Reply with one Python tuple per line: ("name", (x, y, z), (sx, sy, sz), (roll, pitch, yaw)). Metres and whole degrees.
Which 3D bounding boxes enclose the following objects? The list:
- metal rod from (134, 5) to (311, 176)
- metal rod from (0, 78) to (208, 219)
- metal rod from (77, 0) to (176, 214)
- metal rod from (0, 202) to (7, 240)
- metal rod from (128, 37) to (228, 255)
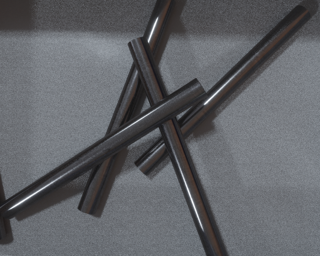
("metal rod", (0.083, -0.050, 0.412), (0.300, 0.025, 0.025), (-44, 91, -1))
("metal rod", (-0.077, 0.031, 0.379), (0.300, 0.025, 0.025), (-32, 91, 12))
("metal rod", (-0.044, -0.031, 0.410), (0.025, 0.025, 0.299), (21, 90, -1))
("metal rod", (-0.245, 0.000, 0.408), (0.025, 0.025, 0.298), (-11, 90, 0))
("metal rod", (0.024, 0.032, 0.385), (0.025, 0.025, 0.299), (-20, 90, 0))
